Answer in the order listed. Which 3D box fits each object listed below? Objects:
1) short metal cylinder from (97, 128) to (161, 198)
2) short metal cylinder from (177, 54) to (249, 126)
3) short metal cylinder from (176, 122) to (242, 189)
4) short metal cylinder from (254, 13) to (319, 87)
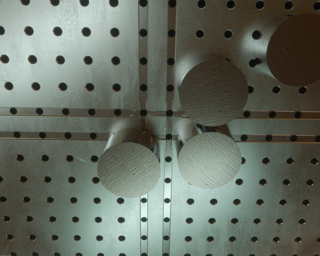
[{"bbox_3d":[-0.039,0.046,0.417,0.081,0.050,0.079,0,110,0],"label":"short metal cylinder"},{"bbox_3d":[0.063,-0.048,0.383,0.081,0.050,0.079,0,110,0],"label":"short metal cylinder"},{"bbox_3d":[0.063,0.034,0.413,0.081,0.050,0.079,0,110,0],"label":"short metal cylinder"},{"bbox_3d":[0.158,-0.094,0.367,0.081,0.050,0.079,0,110,0],"label":"short metal cylinder"}]
